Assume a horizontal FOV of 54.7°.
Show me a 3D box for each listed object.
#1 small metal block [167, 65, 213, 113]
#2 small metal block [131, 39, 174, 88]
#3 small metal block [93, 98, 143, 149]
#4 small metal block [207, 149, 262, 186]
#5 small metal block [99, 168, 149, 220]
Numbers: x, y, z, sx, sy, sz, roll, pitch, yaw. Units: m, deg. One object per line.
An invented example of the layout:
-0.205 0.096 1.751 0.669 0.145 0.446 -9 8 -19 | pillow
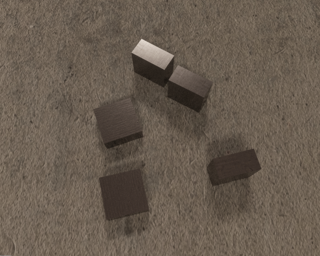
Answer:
0.039 -0.051 0.414 0.050 0.050 0.025 28 73 9 | small metal block
-0.009 -0.088 0.427 0.050 0.050 0.025 29 73 10 | small metal block
-0.055 -0.006 0.410 0.050 0.025 0.050 -19 71 -7 | small metal block
0.088 0.049 0.378 0.050 0.050 0.025 -13 71 -5 | small metal block
-0.043 0.081 0.378 0.050 0.025 0.050 -12 71 -5 | small metal block
